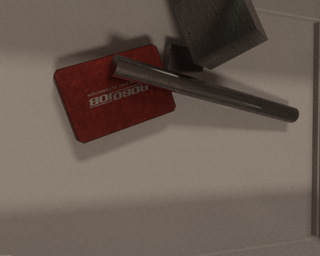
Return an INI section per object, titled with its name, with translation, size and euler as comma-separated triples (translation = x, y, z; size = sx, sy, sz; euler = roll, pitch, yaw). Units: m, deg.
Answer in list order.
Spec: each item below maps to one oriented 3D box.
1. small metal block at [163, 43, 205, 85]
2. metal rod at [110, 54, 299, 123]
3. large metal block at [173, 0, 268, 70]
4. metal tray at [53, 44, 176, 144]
[small metal block]
translation = 0.031, -0.083, 0.423
size = 0.050, 0.025, 0.050
euler = 8, 88, -20
[metal rod]
translation = 0.079, -0.045, 0.419
size = 0.302, 0.025, 0.025
euler = 11, 86, -28
[large metal block]
translation = 0.074, -0.129, 0.382
size = 0.050, 0.080, 0.080
euler = 1, 68, -57
[metal tray]
translation = -0.054, -0.044, 0.388
size = 0.131, 0.030, 0.090
euler = -21, 97, -19
